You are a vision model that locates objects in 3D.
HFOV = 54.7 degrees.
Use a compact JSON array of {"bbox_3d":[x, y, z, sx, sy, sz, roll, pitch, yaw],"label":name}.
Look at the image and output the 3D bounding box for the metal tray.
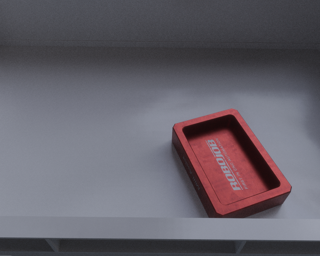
[{"bbox_3d":[0.078,0.040,0.368,0.091,0.030,0.130,-15,52,-13],"label":"metal tray"}]
